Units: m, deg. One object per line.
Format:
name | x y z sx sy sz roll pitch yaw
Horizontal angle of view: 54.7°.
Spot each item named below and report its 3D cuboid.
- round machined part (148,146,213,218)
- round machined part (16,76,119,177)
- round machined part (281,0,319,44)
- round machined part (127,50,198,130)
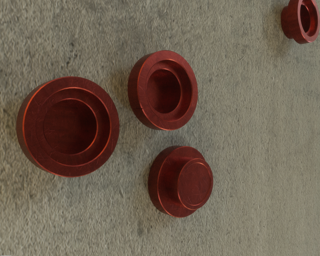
round machined part | 0.035 0.074 0.423 0.099 0.042 0.097 0 90 -40
round machined part | -0.094 -0.001 0.315 0.099 0.042 0.097 0 90 -40
round machined part | 0.282 -0.219 0.629 0.099 0.042 0.097 0 90 -40
round machined part | -0.001 -0.046 0.393 0.099 0.042 0.097 0 90 -40
